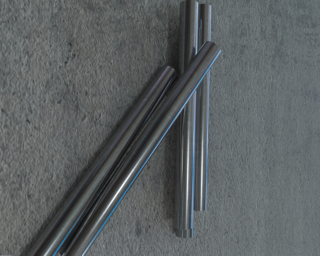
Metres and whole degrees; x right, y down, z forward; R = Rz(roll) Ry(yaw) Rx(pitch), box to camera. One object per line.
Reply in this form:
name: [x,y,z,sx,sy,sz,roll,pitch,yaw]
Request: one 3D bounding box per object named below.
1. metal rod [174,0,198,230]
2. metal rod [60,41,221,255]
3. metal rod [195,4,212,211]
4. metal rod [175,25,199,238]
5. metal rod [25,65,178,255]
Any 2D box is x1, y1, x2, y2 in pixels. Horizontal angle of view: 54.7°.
metal rod: [0.035,-0.018,0.413,0.025,0.025,0.298,3,88,-40]
metal rod: [-0.014,0.017,0.363,0.025,0.025,0.300,43,73,-32]
metal rod: [0.060,-0.030,0.457,0.025,0.025,0.298,3,88,-40]
metal rod: [0.038,0.002,0.439,0.025,0.025,0.298,3,88,-40]
metal rod: [-0.061,0.039,0.354,0.025,0.025,0.300,48,61,-30]
